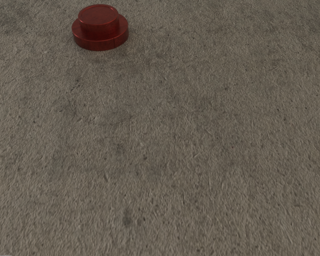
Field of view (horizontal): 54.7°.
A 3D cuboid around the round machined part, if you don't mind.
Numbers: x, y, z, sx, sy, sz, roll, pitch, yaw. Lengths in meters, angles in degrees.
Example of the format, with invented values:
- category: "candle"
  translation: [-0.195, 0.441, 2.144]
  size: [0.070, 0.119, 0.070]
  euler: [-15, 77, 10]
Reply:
- category: "round machined part"
  translation: [-0.105, -0.181, 0.544]
  size: [0.099, 0.042, 0.098]
  euler: [0, 50, 0]
